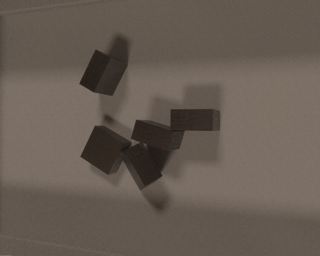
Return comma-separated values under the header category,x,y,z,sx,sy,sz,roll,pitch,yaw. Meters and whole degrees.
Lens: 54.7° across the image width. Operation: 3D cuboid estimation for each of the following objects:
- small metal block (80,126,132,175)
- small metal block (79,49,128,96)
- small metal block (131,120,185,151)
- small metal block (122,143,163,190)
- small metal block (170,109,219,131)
category,x,y,z,sx,sy,sz,roll,pitch,yaw
small metal block,-0.076,0.030,0.436,0.050,0.025,0.050,30,99,17
small metal block,-0.076,-0.074,0.423,0.025,0.050,0.050,31,100,17
small metal block,-0.002,0.009,0.397,0.050,0.050,0.025,18,96,19
small metal block,-0.025,0.051,0.402,0.025,0.050,0.050,-28,80,-17
small metal block,0.045,-0.009,0.381,0.050,0.050,0.025,1,90,19
